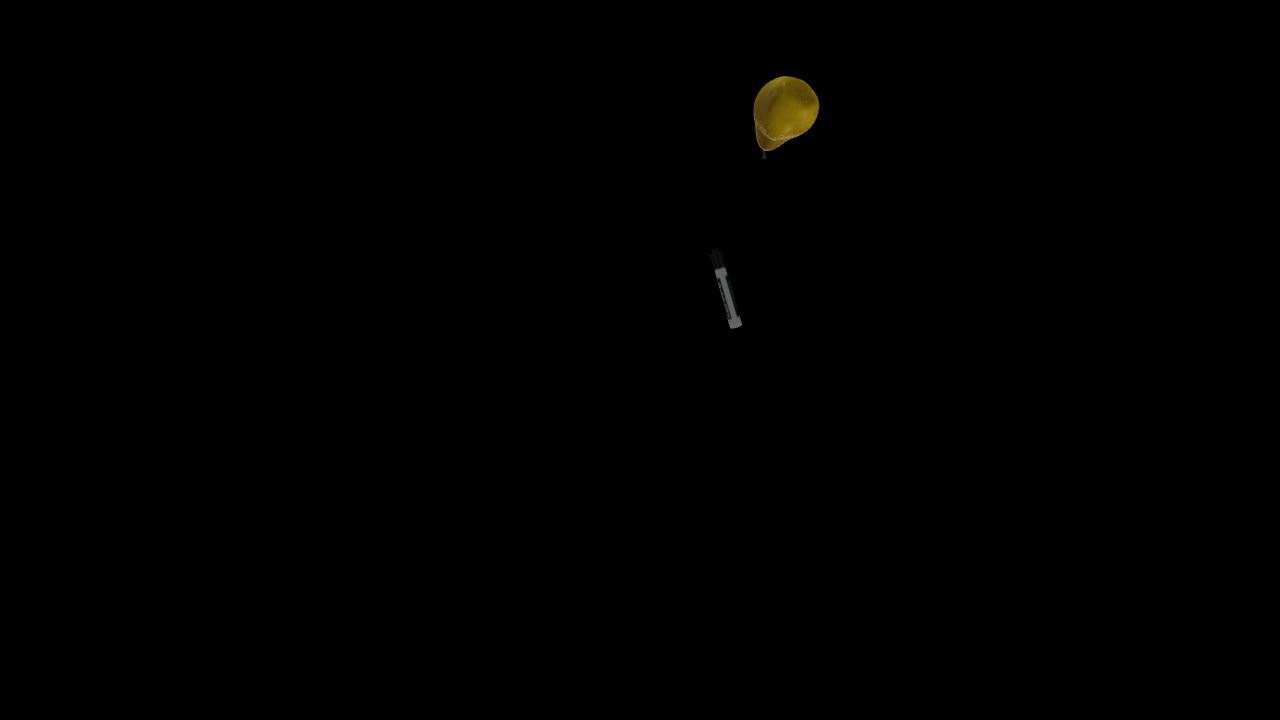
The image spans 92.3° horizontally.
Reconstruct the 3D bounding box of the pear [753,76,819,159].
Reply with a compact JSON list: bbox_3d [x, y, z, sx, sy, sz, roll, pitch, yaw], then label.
[{"bbox_3d":[0.172,-0.302,0.783,0.080,0.080,0.111,0,-27,-27],"label":"pear"}]

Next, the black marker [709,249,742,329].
[{"bbox_3d":[0.128,-0.106,0.917,0.020,0.121,0.020,-17,13,4],"label":"black marker"}]
